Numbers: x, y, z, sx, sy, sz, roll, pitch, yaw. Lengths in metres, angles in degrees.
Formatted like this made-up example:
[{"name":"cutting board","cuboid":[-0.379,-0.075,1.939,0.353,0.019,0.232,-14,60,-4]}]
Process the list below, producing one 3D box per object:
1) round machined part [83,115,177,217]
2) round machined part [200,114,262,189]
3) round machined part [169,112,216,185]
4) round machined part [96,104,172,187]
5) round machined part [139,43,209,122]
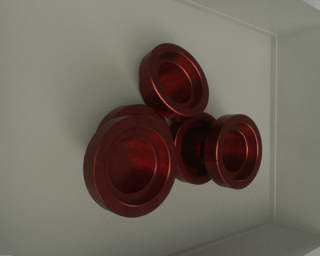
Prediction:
[{"name":"round machined part","cuboid":[-0.032,0.036,0.312,0.099,0.042,0.097,0,90,-40]},{"name":"round machined part","cuboid":[0.092,0.031,0.416,0.099,0.042,0.097,0,90,-40]},{"name":"round machined part","cuboid":[0.042,0.027,0.429,0.099,0.042,0.097,0,90,-40]},{"name":"round machined part","cuboid":[-0.035,0.022,0.364,0.099,0.042,0.097,0,90,-40]},{"name":"round machined part","cuboid":[0.013,-0.053,0.391,0.099,0.042,0.098,18,61,-35]}]
